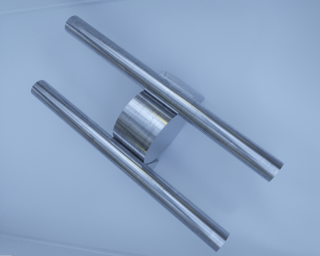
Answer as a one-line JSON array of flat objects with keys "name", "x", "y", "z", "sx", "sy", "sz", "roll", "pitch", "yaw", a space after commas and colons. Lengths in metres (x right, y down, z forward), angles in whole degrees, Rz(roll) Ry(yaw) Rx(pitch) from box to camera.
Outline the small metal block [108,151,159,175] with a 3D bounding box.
[{"name": "small metal block", "x": -0.036, "y": 0.040, "z": 0.407, "sx": 0.050, "sy": 0.050, "sz": 0.025, "roll": 38, "pitch": 102, "yaw": 15}]

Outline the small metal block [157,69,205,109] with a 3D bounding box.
[{"name": "small metal block", "x": 0.023, "y": -0.045, "z": 0.386, "sx": 0.050, "sy": 0.050, "sz": 0.025, "roll": 38, "pitch": 102, "yaw": 15}]

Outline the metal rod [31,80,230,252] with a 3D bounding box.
[{"name": "metal rod", "x": -0.047, "y": 0.035, "z": 0.373, "sx": 0.300, "sy": 0.025, "sz": 0.025, "roll": 38, "pitch": 102, "yaw": 16}]

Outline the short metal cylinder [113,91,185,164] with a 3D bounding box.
[{"name": "short metal cylinder", "x": -0.012, "y": -0.003, "z": 0.383, "sx": 0.050, "sy": 0.080, "sz": 0.080, "roll": 38, "pitch": 102, "yaw": 15}]

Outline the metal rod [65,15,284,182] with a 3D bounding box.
[{"name": "metal rod", "x": 0.003, "y": -0.043, "z": 0.354, "sx": 0.300, "sy": 0.025, "sz": 0.025, "roll": 38, "pitch": 102, "yaw": 15}]
